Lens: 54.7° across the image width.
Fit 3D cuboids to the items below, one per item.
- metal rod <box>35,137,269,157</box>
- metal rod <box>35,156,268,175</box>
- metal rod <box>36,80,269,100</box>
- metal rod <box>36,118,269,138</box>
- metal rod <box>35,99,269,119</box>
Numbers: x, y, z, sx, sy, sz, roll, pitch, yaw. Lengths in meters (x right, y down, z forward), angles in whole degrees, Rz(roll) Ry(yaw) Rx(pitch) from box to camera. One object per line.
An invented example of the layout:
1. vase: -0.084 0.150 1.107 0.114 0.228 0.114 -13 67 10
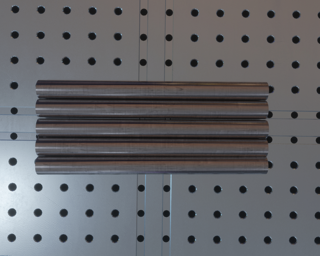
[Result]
1. metal rod: -0.010 0.026 0.413 0.302 0.025 0.025 0 90 -1
2. metal rod: -0.010 0.050 0.413 0.302 0.025 0.025 0 90 -1
3. metal rod: -0.009 -0.050 0.413 0.302 0.025 0.025 0 90 -1
4. metal rod: -0.009 0.001 0.413 0.302 0.025 0.025 0 90 -1
5. metal rod: -0.010 -0.025 0.413 0.302 0.025 0.025 0 90 -1
